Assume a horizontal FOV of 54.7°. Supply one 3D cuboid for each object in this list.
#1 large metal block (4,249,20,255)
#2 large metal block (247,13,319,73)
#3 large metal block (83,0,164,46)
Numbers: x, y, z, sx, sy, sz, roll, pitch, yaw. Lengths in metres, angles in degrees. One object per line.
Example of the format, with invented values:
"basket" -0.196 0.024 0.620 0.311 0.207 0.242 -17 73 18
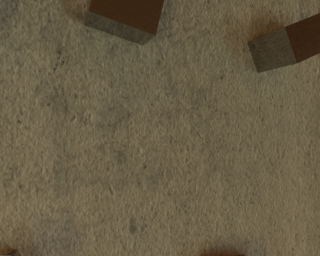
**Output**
"large metal block" -0.180 0.179 0.314 0.081 0.080 0.050 -22 98 -19
"large metal block" 0.191 -0.124 0.452 0.081 0.080 0.050 -25 99 -19
"large metal block" -0.041 -0.158 0.381 0.081 0.050 0.080 15 85 -20
